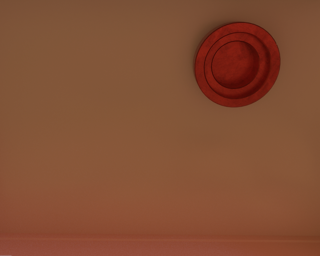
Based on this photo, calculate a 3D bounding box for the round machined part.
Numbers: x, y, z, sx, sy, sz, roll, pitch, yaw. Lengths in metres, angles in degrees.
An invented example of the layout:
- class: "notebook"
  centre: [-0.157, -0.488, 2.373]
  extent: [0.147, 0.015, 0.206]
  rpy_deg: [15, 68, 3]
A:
- class: "round machined part"
  centre: [0.089, -0.077, 0.374]
  extent: [0.099, 0.042, 0.097]
  rpy_deg: [0, 110, 0]
